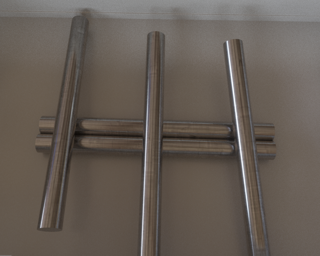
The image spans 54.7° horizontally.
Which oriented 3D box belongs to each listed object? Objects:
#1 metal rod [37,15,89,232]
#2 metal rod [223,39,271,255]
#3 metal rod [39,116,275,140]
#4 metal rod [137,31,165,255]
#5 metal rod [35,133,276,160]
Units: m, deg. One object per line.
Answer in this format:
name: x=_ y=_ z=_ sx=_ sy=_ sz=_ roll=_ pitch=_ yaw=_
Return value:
metal rod: x=-0.116 y=-0.026 z=0.391 sx=0.025 sy=0.025 sz=0.299 roll=-1 pitch=62 yaw=-1
metal rod: x=0.105 y=0.036 z=0.373 sx=0.025 sy=0.025 sz=0.298 roll=-4 pitch=78 yaw=-2
metal rod: x=-0.004 y=0.001 z=0.408 sx=0.302 sy=0.025 sz=0.025 roll=2 pitch=70 yaw=0
metal rod: x=-0.009 y=0.014 z=0.377 sx=0.025 sy=0.025 sz=0.299 roll=1 pitch=70 yaw=0
metal rod: x=-0.005 y=0.024 z=0.400 sx=0.302 sy=0.025 sz=0.025 roll=2 pitch=70 yaw=0
